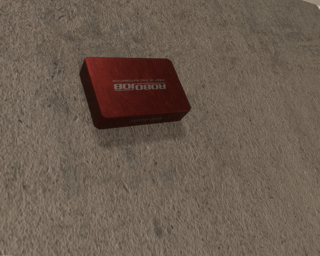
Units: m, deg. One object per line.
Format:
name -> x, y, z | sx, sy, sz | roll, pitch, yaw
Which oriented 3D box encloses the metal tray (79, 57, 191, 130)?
metal tray -> -0.031, -0.050, 0.415 | 0.131, 0.030, 0.090 | -7, 65, -32
